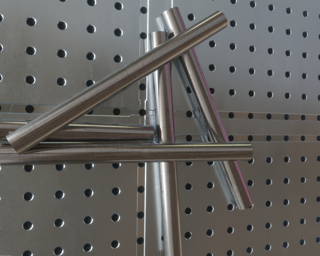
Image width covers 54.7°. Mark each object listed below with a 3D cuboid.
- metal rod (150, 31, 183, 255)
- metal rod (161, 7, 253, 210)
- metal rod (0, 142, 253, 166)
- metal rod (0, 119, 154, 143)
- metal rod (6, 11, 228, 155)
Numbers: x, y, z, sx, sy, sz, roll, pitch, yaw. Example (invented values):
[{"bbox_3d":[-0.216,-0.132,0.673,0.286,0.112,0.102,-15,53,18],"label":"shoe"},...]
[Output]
[{"bbox_3d":[0.009,0.023,0.416,0.025,0.025,0.298,-4,92,-20],"label":"metal rod"},{"bbox_3d":[0.069,-0.022,0.439,0.025,0.025,0.299,-25,99,-19],"label":"metal rod"},{"bbox_3d":[-0.029,0.031,0.381,0.302,0.025,0.025,0,90,-13],"label":"metal rod"},{"bbox_3d":[-0.153,0.003,0.356,0.303,0.025,0.025,2,89,-21],"label":"metal rod"},{"bbox_3d":[-0.037,-0.063,0.371,0.302,0.025,0.025,-35,102,-17],"label":"metal rod"}]
